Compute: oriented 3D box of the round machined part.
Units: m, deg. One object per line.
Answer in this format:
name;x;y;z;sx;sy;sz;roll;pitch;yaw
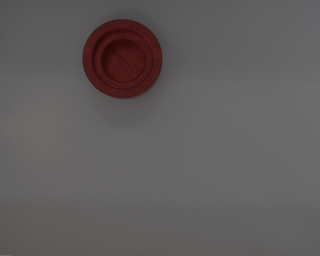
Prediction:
round machined part;-0.046;-0.086;0.403;0.099;0.042;0.097;0;90;0
